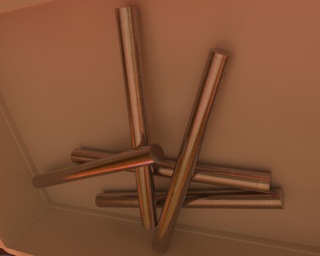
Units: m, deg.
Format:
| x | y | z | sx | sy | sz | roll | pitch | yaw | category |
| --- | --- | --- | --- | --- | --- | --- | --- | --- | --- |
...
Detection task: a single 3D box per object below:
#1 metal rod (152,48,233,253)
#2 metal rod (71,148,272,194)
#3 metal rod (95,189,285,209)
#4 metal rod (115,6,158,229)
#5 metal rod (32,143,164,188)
| x | y | z | sx | sy | sz | roll | pitch | yaw | category |
| --- | --- | --- | --- | --- | --- | --- | --- | --- | --- |
| 0.032 | 0.048 | 0.393 | 0.025 | 0.025 | 0.298 | 22 | 119 | 14 | metal rod |
| -0.001 | 0.056 | 0.441 | 0.301 | 0.025 | 0.025 | 5 | 121 | 25 | metal rod |
| 0.024 | 0.106 | 0.458 | 0.300 | 0.025 | 0.025 | -8 | 114 | 31 | metal rod |
| -0.026 | 0.004 | 0.399 | 0.025 | 0.025 | 0.298 | 6 | 115 | 24 | metal rod |
| -0.113 | 0.065 | 0.472 | 0.299 | 0.025 | 0.025 | -17 | 110 | 40 | metal rod |
